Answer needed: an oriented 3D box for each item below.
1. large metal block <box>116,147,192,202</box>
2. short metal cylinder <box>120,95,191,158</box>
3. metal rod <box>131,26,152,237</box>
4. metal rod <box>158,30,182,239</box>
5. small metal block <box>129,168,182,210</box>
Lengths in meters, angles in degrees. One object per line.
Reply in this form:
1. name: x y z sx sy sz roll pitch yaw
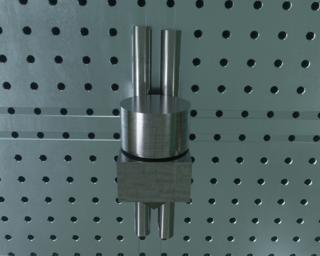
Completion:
1. large metal block: -0.006 0.046 0.374 0.081 0.080 0.050 0 110 -1
2. short metal cylinder: -0.006 -0.005 0.360 0.081 0.080 0.050 1 110 -1
3. metal rod: -0.024 0.018 0.421 0.025 0.025 0.298 1 110 -1
4. metal rod: 0.011 0.022 0.423 0.025 0.025 0.298 1 110 -1
5. small metal block: -0.007 0.075 0.403 0.050 0.050 0.025 -18 118 -42
